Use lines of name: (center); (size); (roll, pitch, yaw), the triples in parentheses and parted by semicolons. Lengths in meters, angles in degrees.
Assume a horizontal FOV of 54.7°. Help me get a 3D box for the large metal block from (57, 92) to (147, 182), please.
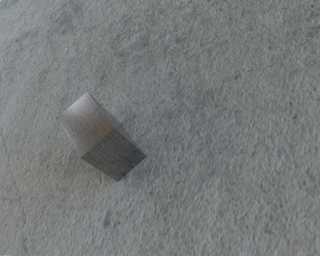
large metal block: (-0.074, 0.012, 0.398); (0.050, 0.080, 0.080); (-42, 51, -1)
